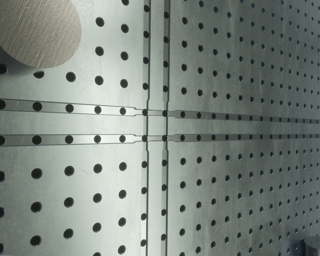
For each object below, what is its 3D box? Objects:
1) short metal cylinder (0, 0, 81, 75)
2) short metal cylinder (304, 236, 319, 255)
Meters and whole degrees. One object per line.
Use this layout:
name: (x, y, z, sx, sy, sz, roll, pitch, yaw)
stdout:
short metal cylinder: (-0.123, -0.093, 0.291, 0.081, 0.050, 0.079, 0, 90, -40)
short metal cylinder: (0.364, 0.279, 0.684, 0.081, 0.080, 0.050, -4, 93, -40)
